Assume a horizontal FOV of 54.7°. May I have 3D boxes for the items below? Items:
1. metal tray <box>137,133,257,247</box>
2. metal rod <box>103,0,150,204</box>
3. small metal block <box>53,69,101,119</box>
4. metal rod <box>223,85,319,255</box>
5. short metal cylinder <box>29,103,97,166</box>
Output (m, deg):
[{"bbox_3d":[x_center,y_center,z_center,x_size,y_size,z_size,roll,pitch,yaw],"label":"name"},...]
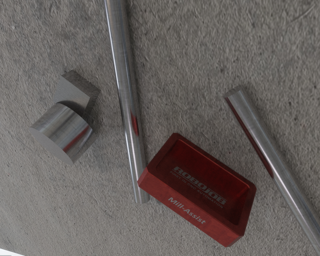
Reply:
[{"bbox_3d":[0.049,0.071,0.382,0.130,0.090,0.030,34,129,5],"label":"metal tray"},{"bbox_3d":[-0.040,-0.018,0.416,0.025,0.025,0.298,9,123,23],"label":"metal rod"},{"bbox_3d":[-0.119,-0.046,0.441,0.050,0.025,0.050,37,129,3],"label":"small metal block"},{"bbox_3d":[0.161,0.081,0.372,0.025,0.025,0.299,-24,106,36],"label":"metal rod"},{"bbox_3d":[-0.141,0.010,0.452,0.080,0.050,0.080,30,153,17],"label":"short metal cylinder"}]
